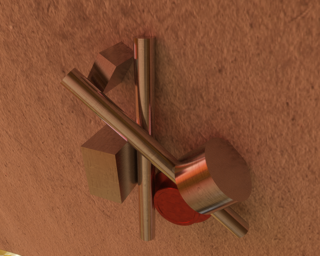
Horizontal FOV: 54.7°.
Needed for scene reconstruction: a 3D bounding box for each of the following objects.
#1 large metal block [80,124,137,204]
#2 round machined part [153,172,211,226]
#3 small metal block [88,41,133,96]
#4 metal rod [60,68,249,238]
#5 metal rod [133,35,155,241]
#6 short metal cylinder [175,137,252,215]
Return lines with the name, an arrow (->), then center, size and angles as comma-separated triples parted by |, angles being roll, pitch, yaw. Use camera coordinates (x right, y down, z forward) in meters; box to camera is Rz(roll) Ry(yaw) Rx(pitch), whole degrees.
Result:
large metal block -> -0.058, 0.042, 0.428 | 0.050, 0.080, 0.079 | 11, 123, 22
round machined part -> 0.030, 0.100, 0.443 | 0.098, 0.042, 0.097 | 13, 124, 20
small metal block -> -0.059, -0.072, 0.377 | 0.025, 0.050, 0.050 | 39, 129, 2
metal rod -> 0.003, 0.039, 0.385 | 0.300, 0.025, 0.025 | 43, 130, -13
metal rod -> -0.019, 0.031, 0.416 | 0.025, 0.025, 0.298 | 11, 117, 22
short metal cylinder -> 0.065, 0.058, 0.374 | 0.080, 0.080, 0.050 | 49, 129, -6
